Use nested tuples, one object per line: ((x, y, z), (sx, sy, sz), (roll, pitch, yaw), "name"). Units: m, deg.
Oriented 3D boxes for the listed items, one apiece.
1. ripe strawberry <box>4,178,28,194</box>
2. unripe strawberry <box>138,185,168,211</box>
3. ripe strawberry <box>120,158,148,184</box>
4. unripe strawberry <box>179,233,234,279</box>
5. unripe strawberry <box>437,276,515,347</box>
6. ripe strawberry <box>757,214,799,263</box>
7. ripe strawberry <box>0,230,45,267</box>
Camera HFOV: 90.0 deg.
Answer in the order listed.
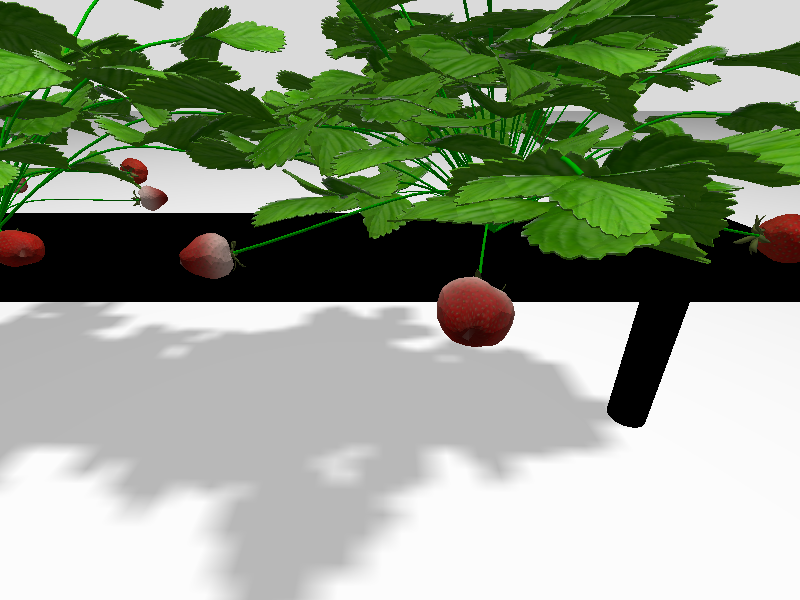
((-0.489, -0.149, 0.507), (0.025, 0.026, 0.027), (-18, 32, -32), "ripe strawberry")
((-0.264, -0.110, 0.430), (0.027, 0.026, 0.025), (-20, 33, -35), "unripe strawberry")
((-0.372, -0.182, 0.564), (0.033, 0.035, 0.036), (-1, 26, -1), "ripe strawberry")
((-0.128, -0.028, 0.265), (0.032, 0.031, 0.030), (-13, 30, -22), "unripe strawberry")
((0.035, 0.007, 0.190), (0.037, 0.032, 0.037), (7, 28, 13), "unripe strawberry")
((0.282, -0.045, 0.288), (0.040, 0.035, 0.040), (10, 29, 18), "ripe strawberry")
((-0.269, -0.036, 0.283), (0.030, 0.025, 0.030), (22, 34, 35), "ripe strawberry")
